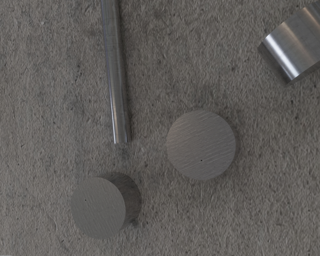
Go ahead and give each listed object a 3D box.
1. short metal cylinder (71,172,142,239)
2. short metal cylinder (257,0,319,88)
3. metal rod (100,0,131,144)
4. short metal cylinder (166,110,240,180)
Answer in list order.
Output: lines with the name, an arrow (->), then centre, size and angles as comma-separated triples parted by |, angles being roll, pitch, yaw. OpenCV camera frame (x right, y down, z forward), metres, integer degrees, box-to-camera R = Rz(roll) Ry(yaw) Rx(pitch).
short metal cylinder -> -0.072, 0.103, 0.421 | 0.080, 0.050, 0.079 | 0, 90, 20
short metal cylinder -> 0.152, -0.086, 0.326 | 0.080, 0.080, 0.050 | -35, 79, 17
metal rod -> -0.066, -0.128, 0.432 | 0.025, 0.025, 0.298 | -6, 88, 20
short metal cylinder -> 0.054, 0.019, 0.377 | 0.080, 0.050, 0.079 | 0, 90, 20
